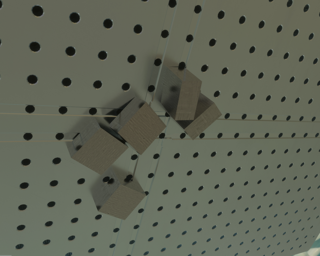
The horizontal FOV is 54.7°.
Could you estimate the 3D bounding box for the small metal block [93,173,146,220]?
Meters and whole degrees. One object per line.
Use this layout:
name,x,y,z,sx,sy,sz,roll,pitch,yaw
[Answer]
small metal block,-0.057,0.099,0.443,0.050,0.025,0.050,34,99,-39

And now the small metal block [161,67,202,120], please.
small metal block,0.025,-0.043,0.382,0.025,0.050,0.050,-2,119,-21

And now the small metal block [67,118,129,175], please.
small metal block,-0.077,0.024,0.385,0.050,0.025,0.050,-46,130,4

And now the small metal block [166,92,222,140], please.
small metal block,0.044,-0.020,0.409,0.050,0.050,0.025,-42,130,0

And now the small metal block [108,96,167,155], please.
small metal block,-0.027,-0.002,0.390,0.050,0.025,0.050,-49,130,-10
